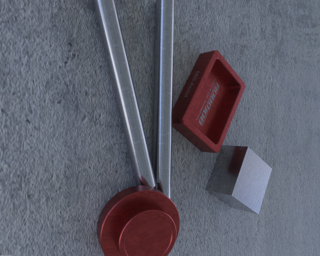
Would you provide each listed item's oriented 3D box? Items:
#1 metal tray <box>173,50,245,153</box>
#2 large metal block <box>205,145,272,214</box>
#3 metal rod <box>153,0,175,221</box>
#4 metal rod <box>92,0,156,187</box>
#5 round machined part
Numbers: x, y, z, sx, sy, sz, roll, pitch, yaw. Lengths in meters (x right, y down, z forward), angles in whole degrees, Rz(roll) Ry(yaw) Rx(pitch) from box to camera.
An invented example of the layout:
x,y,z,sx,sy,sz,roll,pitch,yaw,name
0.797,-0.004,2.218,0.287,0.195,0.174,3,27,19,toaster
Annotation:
x,y,z,sx,sy,sz,roll,pitch,yaw,name
0.075,-0.039,0.466,0.090,0.030,0.130,40,66,-33,metal tray
0.129,0.083,0.500,0.080,0.050,0.080,37,67,-34,large metal block
0.004,-0.021,0.410,0.025,0.025,0.298,2,89,-40,metal rod
-0.048,-0.070,0.365,0.025,0.025,0.298,-20,103,-38,metal rod
-0.020,0.120,0.361,0.099,0.042,0.097,-4,99,-23,round machined part
